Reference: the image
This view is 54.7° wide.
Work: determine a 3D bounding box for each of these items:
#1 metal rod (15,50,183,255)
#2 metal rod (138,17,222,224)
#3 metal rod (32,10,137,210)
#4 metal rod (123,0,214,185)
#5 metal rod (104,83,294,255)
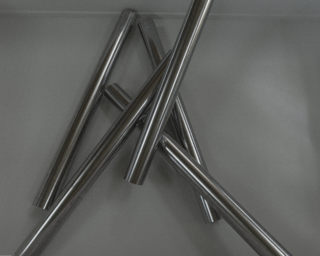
[{"bbox_3d":[-0.067,0.029,0.372,0.025,0.025,0.300,35,83,12],"label":"metal rod"},{"bbox_3d":[0.022,-0.024,0.418,0.025,0.025,0.299,-16,71,-6],"label":"metal rod"},{"bbox_3d":[-0.095,-0.037,0.422,0.025,0.025,0.299,17,71,6],"label":"metal rod"},{"bbox_3d":[0.022,-0.077,0.364,0.025,0.025,0.299,21,91,7],"label":"metal rod"},{"bbox_3d":[0.031,0.045,0.369,0.025,0.025,0.300,-40,66,-13],"label":"metal rod"}]
